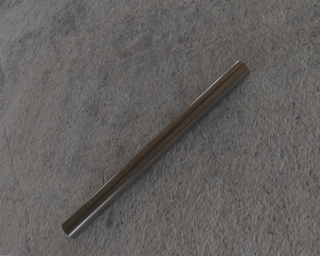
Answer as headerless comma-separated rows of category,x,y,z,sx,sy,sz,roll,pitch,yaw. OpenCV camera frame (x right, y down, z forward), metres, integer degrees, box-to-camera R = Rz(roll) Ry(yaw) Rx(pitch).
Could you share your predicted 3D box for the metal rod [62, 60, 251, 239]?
metal rod,-0.003,0.025,0.390,0.300,0.025,0.025,-43,51,-2
